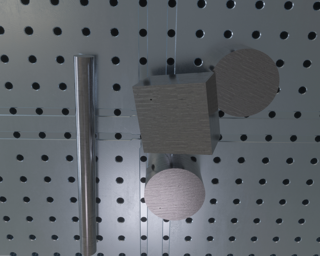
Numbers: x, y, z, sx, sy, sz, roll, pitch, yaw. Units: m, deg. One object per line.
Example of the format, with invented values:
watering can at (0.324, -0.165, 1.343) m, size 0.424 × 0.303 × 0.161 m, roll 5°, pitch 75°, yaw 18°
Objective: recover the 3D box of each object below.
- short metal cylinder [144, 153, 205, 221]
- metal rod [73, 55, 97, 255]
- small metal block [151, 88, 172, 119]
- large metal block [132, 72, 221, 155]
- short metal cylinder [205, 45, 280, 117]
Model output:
short metal cylinder at (0.019, 0.080, 0.430) m, size 0.081 × 0.050 × 0.079 m, roll 0°, pitch 110°, yaw 0°
metal rod at (-0.102, 0.051, 0.431) m, size 0.025 × 0.025 × 0.298 m, roll 3°, pitch 110°, yaw -1°
small metal block at (-0.002, -0.031, 0.402) m, size 0.050 × 0.025 × 0.050 m, roll -5°, pitch 110°, yaw 1°
large metal block at (0.022, -0.017, 0.354) m, size 0.080 × 0.050 × 0.079 m, roll 0°, pitch 112°, yaw 21°
short metal cylinder at (0.097, -0.059, 0.379) m, size 0.081 × 0.050 × 0.079 m, roll 0°, pitch 110°, yaw 0°
